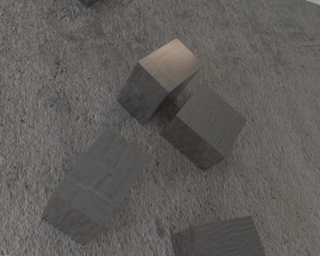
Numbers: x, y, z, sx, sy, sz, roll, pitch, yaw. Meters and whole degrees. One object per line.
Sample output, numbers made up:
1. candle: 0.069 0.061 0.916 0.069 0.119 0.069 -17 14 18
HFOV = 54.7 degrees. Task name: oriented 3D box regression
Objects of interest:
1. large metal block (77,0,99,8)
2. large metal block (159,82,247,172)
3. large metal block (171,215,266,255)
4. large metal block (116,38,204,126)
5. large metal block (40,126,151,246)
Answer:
1. large metal block: -0.114 -0.244 0.475 0.080 0.050 0.080 39 51 -2
2. large metal block: 0.059 -0.002 0.420 0.080 0.050 0.080 41 51 -1
3. large metal block: 0.067 0.146 0.335 0.081 0.050 0.080 -1 62 -29
4. large metal block: -0.001 -0.059 0.404 0.050 0.080 0.080 46 51 3
5. large metal block: -0.063 0.058 0.299 0.050 0.080 0.080 37 51 -4
